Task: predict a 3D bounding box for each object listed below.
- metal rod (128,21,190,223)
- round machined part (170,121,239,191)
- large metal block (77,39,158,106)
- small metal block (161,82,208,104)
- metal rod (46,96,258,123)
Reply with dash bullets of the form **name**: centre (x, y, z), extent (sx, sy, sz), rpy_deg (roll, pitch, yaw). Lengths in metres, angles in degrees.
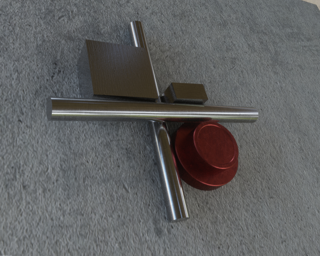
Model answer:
- **metal rod**: centre (-0.008, -0.026, 0.418), extent (0.025, 0.025, 0.299), rpy_deg (2, 61, -28)
- **round machined part**: centre (0.064, 0.030, 0.411), extent (0.099, 0.042, 0.098), rpy_deg (14, 56, -21)
- **large metal block**: centre (-0.057, -0.060, 0.396), extent (0.081, 0.050, 0.080), rpy_deg (1, 62, -28)
- **small metal block**: centre (0.030, -0.038, 0.430), extent (0.050, 0.050, 0.025), rpy_deg (-1, 63, -29)
- **metal rod**: centre (0.015, -0.020, 0.395), extent (0.303, 0.025, 0.025), rpy_deg (0, 62, -33)
